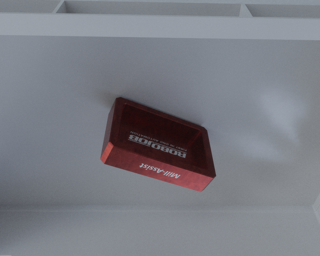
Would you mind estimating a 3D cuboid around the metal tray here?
[{"bbox_3d":[0.000,0.019,0.378,0.131,0.090,0.030,19,127,-17],"label":"metal tray"}]
